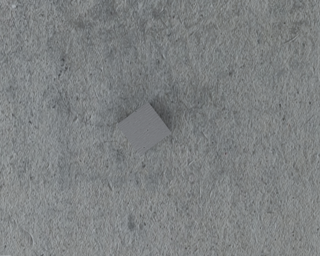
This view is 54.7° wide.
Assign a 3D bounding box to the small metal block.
[{"bbox_3d":[-0.020,0.001,0.411,0.050,0.025,0.050,-37,90,0],"label":"small metal block"}]
